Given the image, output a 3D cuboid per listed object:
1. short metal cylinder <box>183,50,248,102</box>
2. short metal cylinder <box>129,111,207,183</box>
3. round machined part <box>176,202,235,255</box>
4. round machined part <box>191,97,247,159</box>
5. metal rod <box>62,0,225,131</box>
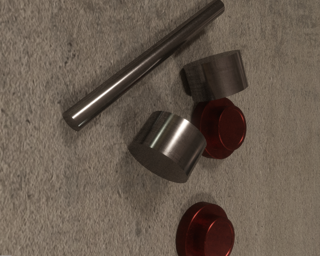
[{"bbox_3d":[0.078,-0.074,0.437,0.081,0.080,0.050,-29,109,-37],"label":"short metal cylinder"},{"bbox_3d":[0.010,0.024,0.379,0.080,0.080,0.050,48,61,-30],"label":"short metal cylinder"},{"bbox_3d":[0.073,0.162,0.458,0.099,0.042,0.097,0,90,-40],"label":"round machined part"},{"bbox_3d":[0.096,0.000,0.477,0.099,0.042,0.097,0,90,-40],"label":"round machined part"},{"bbox_3d":[-0.002,-0.097,0.404,0.301,0.025,0.025,-45,117,-31],"label":"metal rod"}]
